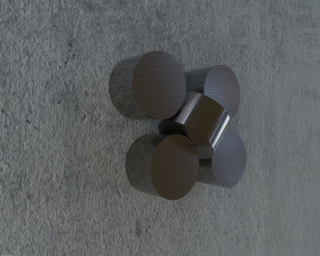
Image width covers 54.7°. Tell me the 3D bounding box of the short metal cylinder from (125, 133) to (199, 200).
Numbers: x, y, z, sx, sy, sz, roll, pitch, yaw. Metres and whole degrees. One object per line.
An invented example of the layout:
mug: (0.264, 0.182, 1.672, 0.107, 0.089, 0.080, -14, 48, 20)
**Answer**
short metal cylinder: (0.004, 0.047, 0.394, 0.081, 0.050, 0.079, 0, 90, -40)

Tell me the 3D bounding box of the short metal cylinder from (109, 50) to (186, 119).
short metal cylinder: (-0.015, -0.050, 0.378, 0.081, 0.050, 0.079, 0, 90, -40)

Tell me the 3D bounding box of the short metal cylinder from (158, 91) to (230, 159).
short metal cylinder: (0.045, -0.003, 0.411, 0.080, 0.080, 0.050, 47, 62, -30)

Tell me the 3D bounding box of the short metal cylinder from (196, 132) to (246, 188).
short metal cylinder: (0.084, 0.045, 0.462, 0.081, 0.050, 0.079, 0, 90, -40)

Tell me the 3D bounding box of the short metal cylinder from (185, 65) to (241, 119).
short metal cylinder: (0.072, -0.048, 0.450, 0.081, 0.050, 0.079, 0, 90, -40)
